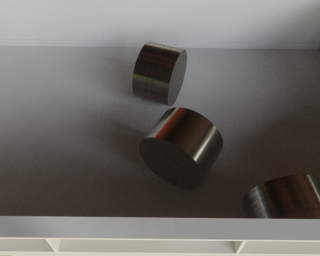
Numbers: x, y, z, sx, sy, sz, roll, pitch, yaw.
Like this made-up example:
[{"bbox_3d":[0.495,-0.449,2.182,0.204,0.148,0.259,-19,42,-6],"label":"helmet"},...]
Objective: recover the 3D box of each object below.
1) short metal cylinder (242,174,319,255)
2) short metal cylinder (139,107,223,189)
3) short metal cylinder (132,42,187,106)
[{"bbox_3d":[0.125,0.087,0.298,0.081,0.080,0.050,-5,50,-4],"label":"short metal cylinder"},{"bbox_3d":[0.024,0.023,0.350,0.080,0.080,0.050,25,54,19],"label":"short metal cylinder"},{"bbox_3d":[0.001,-0.075,0.433,0.050,0.080,0.080,17,52,13],"label":"short metal cylinder"}]
